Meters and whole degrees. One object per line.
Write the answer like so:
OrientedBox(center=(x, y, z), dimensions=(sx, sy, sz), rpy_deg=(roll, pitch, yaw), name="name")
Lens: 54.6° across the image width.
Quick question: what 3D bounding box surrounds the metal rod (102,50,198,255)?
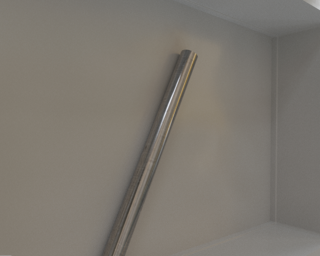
OrientedBox(center=(-0.009, 0.031, 0.397), dimensions=(0.025, 0.025, 0.300), rpy_deg=(33, 70, -35), name="metal rod")
